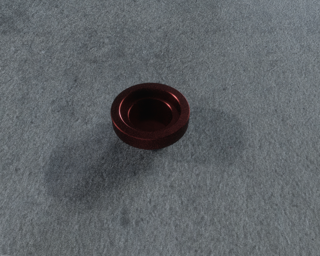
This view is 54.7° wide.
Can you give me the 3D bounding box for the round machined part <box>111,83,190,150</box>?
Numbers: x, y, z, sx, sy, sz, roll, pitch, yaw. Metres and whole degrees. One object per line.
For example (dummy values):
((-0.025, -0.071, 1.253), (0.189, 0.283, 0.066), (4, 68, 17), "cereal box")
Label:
((-0.012, -0.011, 0.401), (0.099, 0.042, 0.098), (0, 50, 0), "round machined part")
